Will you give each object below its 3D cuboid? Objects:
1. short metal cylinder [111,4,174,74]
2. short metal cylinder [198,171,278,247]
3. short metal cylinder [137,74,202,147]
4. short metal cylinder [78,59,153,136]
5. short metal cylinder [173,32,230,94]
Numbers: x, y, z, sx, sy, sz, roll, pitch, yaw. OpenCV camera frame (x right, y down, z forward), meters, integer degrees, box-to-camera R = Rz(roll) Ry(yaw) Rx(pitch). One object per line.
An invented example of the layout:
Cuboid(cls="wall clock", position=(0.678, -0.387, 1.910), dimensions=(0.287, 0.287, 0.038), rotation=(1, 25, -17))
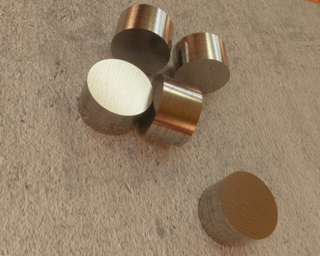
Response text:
Cuboid(cls="short metal cylinder", position=(-0.023, -0.122, 0.430), dimensions=(0.080, 0.080, 0.050), rotation=(20, 54, -17))
Cuboid(cls="short metal cylinder", position=(0.094, 0.099, 0.378), dimensions=(0.081, 0.050, 0.080), rotation=(14, 56, -21))
Cuboid(cls="short metal cylinder", position=(0.010, -0.021, 0.387), dimensions=(0.050, 0.080, 0.080), rotation=(18, 55, -18))
Cuboid(cls="short metal cylinder", position=(-0.055, -0.037, 0.381), dimensions=(0.081, 0.050, 0.080), rotation=(14, 56, -21))
Cuboid(cls="short metal cylinder", position=(0.059, -0.093, 0.457), dimensions=(0.081, 0.080, 0.050), rotation=(12, 57, -22))
